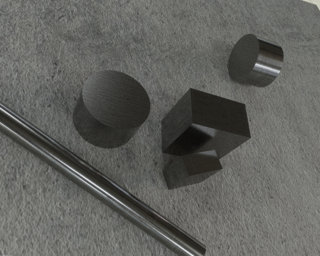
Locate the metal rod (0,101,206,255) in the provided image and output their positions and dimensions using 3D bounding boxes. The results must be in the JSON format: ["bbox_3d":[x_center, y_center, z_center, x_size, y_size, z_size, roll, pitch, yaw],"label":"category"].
[{"bbox_3d":[-0.078,0.052,0.330,0.301,0.025,0.025,36,51,-5],"label":"metal rod"}]

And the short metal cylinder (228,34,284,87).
[{"bbox_3d":[0.161,-0.114,0.527,0.050,0.080,0.080,11,57,-23],"label":"short metal cylinder"}]

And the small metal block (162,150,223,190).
[{"bbox_3d":[0.039,0.052,0.379,0.050,0.050,0.025,-6,65,-31],"label":"small metal block"}]

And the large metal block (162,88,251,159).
[{"bbox_3d":[0.056,0.001,0.400,0.081,0.080,0.050,13,56,-21],"label":"large metal block"}]

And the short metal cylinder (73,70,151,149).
[{"bbox_3d":[-0.058,-0.022,0.371,0.081,0.050,0.080,14,56,-21],"label":"short metal cylinder"}]
